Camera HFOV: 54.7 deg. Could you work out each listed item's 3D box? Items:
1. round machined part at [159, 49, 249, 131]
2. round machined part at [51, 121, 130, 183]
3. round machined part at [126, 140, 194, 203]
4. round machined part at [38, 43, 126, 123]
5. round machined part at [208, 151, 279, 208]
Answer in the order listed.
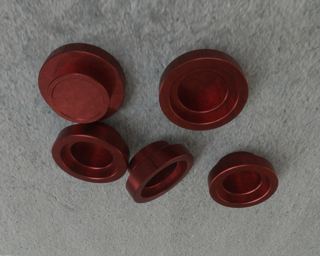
[{"bbox_3d":[0.048,-0.047,0.357,0.099,0.042,0.097,-1,130,0],"label":"round machined part"},{"bbox_3d":[-0.088,0.028,0.412,0.099,0.042,0.097,5,135,5],"label":"round machined part"},{"bbox_3d":[-0.005,0.055,0.422,0.099,0.042,0.098,-30,151,-18],"label":"round machined part"},{"bbox_3d":[-0.090,-0.044,0.357,0.099,0.042,0.097,0,130,0],"label":"round machined part"},{"bbox_3d":[0.120,0.073,0.460,0.099,0.042,0.097,-1,130,0],"label":"round machined part"}]
